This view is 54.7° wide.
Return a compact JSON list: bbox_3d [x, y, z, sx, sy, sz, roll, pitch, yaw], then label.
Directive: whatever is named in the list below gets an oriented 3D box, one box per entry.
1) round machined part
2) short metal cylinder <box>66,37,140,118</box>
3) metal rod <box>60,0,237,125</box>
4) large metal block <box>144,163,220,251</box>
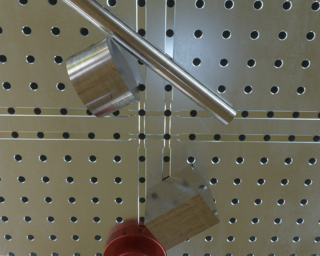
[{"bbox_3d":[-0.040,0.205,0.480,0.099,0.042,0.097,0,110,-1],"label":"round machined part"},{"bbox_3d":[-0.064,-0.058,0.362,0.050,0.080,0.080,-25,109,8],"label":"short metal cylinder"},{"bbox_3d":[-0.027,-0.099,0.376,0.301,0.025,0.025,35,106,-13],"label":"metal rod"},{"bbox_3d":[0.028,0.105,0.423,0.080,0.080,0.050,-32,107,11],"label":"large metal block"}]
